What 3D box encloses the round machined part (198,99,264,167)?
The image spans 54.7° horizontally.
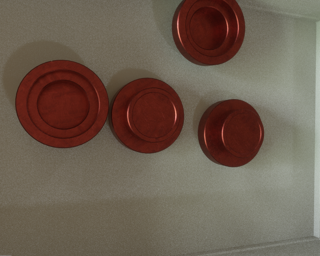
[{"bbox_3d":[0.107,0.007,0.441,0.099,0.042,0.097,0,90,-20],"label":"round machined part"}]

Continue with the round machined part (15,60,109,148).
[{"bbox_3d":[-0.112,-0.027,0.360,0.099,0.042,0.097,0,90,-20],"label":"round machined part"}]

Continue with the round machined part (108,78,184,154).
[{"bbox_3d":[-0.013,-0.016,0.396,0.099,0.042,0.097,0,90,-20],"label":"round machined part"}]

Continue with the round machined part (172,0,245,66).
[{"bbox_3d":[0.062,-0.133,0.420,0.099,0.042,0.097,-2,97,-19],"label":"round machined part"}]
